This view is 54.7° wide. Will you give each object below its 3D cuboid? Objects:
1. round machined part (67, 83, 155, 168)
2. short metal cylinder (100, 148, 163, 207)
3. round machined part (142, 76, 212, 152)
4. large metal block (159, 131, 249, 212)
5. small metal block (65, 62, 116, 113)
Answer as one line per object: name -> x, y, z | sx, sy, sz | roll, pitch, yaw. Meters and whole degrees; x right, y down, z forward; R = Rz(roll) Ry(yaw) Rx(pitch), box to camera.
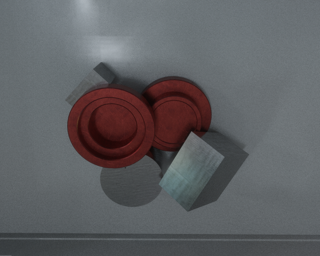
round machined part -> -0.055, -0.005, 0.367 | 0.099, 0.042, 0.097 | 0, 110, -1
short metal cylinder -> -0.036, 0.058, 0.417 | 0.081, 0.050, 0.079 | 0, 110, -1
round machined part -> 0.017, -0.014, 0.394 | 0.099, 0.042, 0.097 | 0, 110, -1
large metal block -> 0.057, 0.052, 0.393 | 0.050, 0.080, 0.080 | 40, 109, 29
small metal block -> -0.083, -0.050, 0.376 | 0.025, 0.050, 0.050 | 43, 105, -14
